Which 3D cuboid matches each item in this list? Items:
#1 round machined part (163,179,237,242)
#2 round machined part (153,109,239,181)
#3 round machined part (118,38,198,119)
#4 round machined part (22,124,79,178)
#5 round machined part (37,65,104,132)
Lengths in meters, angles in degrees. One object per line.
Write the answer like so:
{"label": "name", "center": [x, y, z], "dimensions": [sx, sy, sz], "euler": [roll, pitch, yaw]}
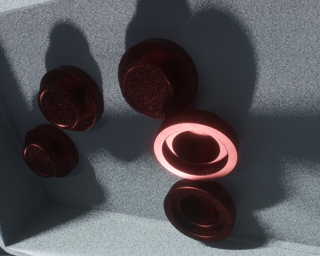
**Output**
{"label": "round machined part", "center": [0.058, 0.109, 0.433], "dimensions": [0.098, 0.042, 0.097], "euler": [13, 124, 20]}
{"label": "round machined part", "center": [0.045, 0.016, 0.373], "dimensions": [0.098, 0.042, 0.097], "euler": [9, 134, 10]}
{"label": "round machined part", "center": [-0.008, -0.053, 0.368], "dimensions": [0.098, 0.042, 0.097], "euler": [13, 124, 20]}
{"label": "round machined part", "center": [-0.191, 0.045, 0.524], "dimensions": [0.098, 0.042, 0.097], "euler": [13, 124, 20]}
{"label": "round machined part", "center": [-0.134, -0.037, 0.443], "dimensions": [0.098, 0.042, 0.097], "euler": [13, 124, 20]}
